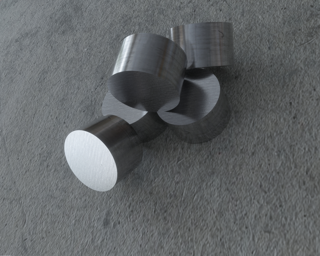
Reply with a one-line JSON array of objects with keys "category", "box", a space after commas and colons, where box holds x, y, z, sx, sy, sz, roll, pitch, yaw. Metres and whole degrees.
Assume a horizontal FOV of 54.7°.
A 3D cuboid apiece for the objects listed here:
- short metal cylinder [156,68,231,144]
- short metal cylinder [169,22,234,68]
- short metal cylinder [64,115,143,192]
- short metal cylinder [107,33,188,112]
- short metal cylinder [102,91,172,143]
[{"category": "short metal cylinder", "box": [0.041, -0.027, 0.382, 0.080, 0.050, 0.080, -13, 56, 20]}, {"category": "short metal cylinder", "box": [0.053, -0.102, 0.395, 0.080, 0.080, 0.050, 1, 100, 28]}, {"category": "short metal cylinder", "box": [-0.068, 0.030, 0.378, 0.080, 0.079, 0.050, 8, 27, 31]}, {"category": "short metal cylinder", "box": [-0.013, -0.059, 0.348, 0.080, 0.080, 0.050, -1, 61, 27]}, {"category": "short metal cylinder", "box": [-0.030, -0.026, 0.419, 0.080, 0.050, 0.080, -13, 56, 20]}]
